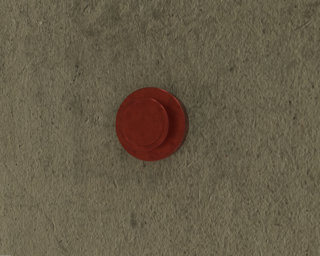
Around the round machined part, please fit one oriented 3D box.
[{"bbox_3d":[-0.015,-0.005,0.405,0.098,0.042,0.097,0,90,19],"label":"round machined part"}]
